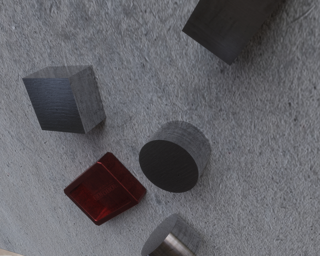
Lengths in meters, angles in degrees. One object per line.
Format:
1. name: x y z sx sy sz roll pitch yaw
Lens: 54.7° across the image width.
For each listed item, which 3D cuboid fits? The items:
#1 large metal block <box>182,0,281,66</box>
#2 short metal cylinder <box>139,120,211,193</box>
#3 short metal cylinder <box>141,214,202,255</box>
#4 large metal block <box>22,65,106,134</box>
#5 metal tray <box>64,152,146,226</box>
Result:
1. large metal block: 0.073 -0.111 0.264 0.050 0.080 0.080 37 129 3
2. short metal cylinder: 0.020 0.037 0.403 0.080 0.050 0.079 13 124 21
3. short metal cylinder: 0.017 0.179 0.473 0.050 0.080 0.080 44 129 -2
4. large metal block: -0.132 -0.041 0.435 0.080 0.050 0.079 4 120 26
5. metal tray: -0.095 0.106 0.518 0.090 0.030 0.129 48 129 -6
